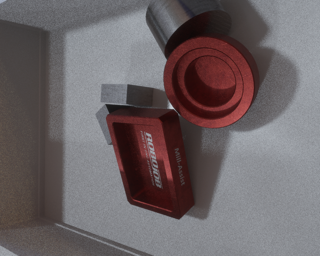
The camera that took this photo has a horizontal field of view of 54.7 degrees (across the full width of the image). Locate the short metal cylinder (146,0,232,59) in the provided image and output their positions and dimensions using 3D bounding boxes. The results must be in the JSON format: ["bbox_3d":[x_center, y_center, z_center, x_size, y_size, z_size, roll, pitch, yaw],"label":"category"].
[{"bbox_3d":[0.031,-0.116,0.343,0.080,0.081,0.050,-40,65,32],"label":"short metal cylinder"}]

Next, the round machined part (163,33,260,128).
[{"bbox_3d":[0.057,-0.052,0.332,0.098,0.042,0.097,14,121,24],"label":"round machined part"}]

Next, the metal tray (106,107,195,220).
[{"bbox_3d":[-0.012,0.041,0.381,0.090,0.030,0.129,5,115,39],"label":"metal tray"}]

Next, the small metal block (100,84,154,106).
[{"bbox_3d":[-0.045,-0.045,0.426,0.050,0.050,0.025,7,95,39],"label":"small metal block"}]

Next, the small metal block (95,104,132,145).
[{"bbox_3d":[-0.055,-0.005,0.434,0.025,0.050,0.050,-40,66,33],"label":"small metal block"}]
